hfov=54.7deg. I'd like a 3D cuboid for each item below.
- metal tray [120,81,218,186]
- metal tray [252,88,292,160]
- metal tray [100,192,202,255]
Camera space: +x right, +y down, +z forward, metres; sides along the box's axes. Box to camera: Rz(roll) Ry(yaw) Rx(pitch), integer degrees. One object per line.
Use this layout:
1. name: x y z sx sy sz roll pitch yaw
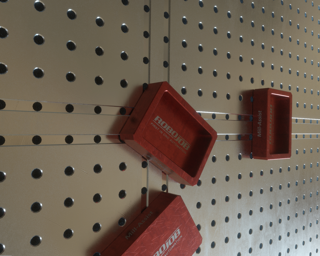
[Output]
1. metal tray: 0.018 0.010 0.422 0.130 0.030 0.090 41 65 -33
2. metal tray: 0.215 -0.006 0.589 0.091 0.030 0.129 2 89 -40
3. metal tray: -0.007 0.158 0.402 0.131 0.030 0.090 -40 115 -33
